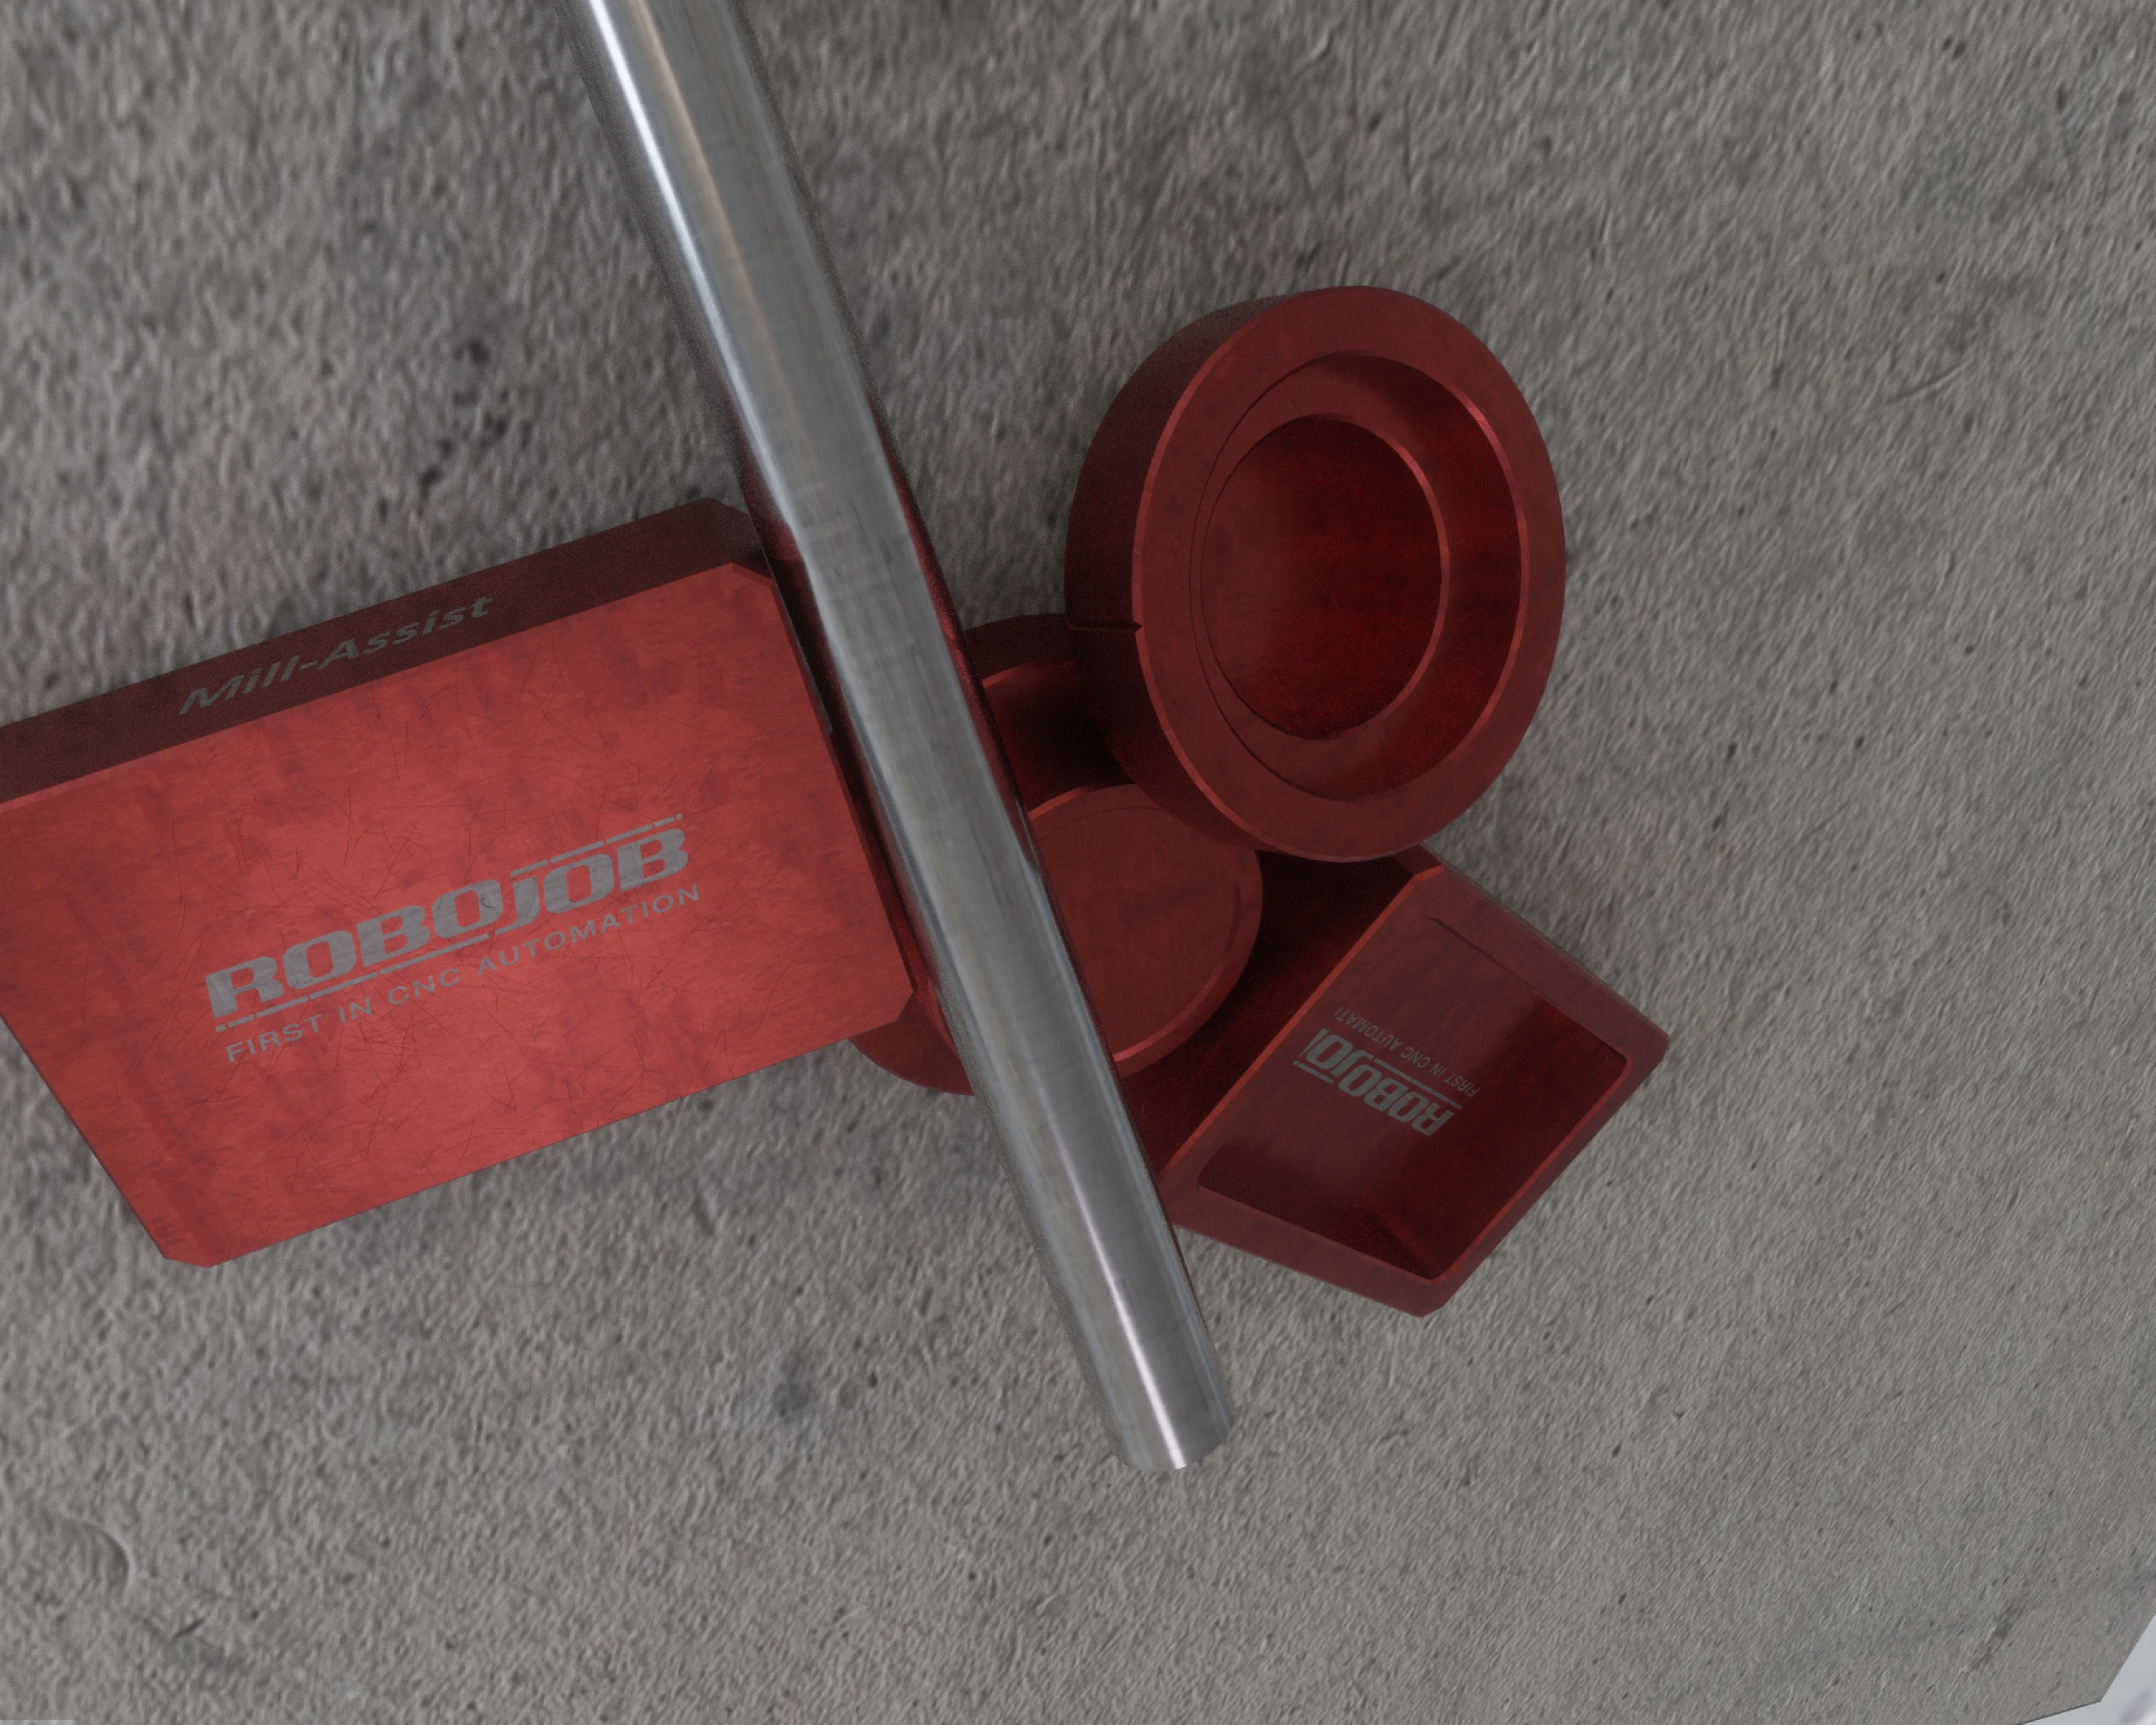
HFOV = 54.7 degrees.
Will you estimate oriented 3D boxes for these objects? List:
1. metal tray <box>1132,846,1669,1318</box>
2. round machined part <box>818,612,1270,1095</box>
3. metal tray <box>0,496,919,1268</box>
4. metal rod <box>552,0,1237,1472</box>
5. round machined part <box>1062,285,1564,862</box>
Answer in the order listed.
[{"bbox_3d":[0.068,0.047,0.457,0.090,0.030,0.130,-51,139,8],"label":"metal tray"},{"bbox_3d":[-0.004,0.005,0.399,0.099,0.042,0.097,-14,124,-21],"label":"round machined part"},{"bbox_3d":[-0.101,0.004,0.338,0.131,0.030,0.090,-20,124,-6],"label":"metal tray"},{"bbox_3d":[-0.026,-0.022,0.337,0.025,0.025,0.298,-25,114,-13],"label":"metal rod"},{"bbox_3d":[0.037,-0.051,0.373,0.099,0.042,0.097,-6,100,-34],"label":"round machined part"}]
